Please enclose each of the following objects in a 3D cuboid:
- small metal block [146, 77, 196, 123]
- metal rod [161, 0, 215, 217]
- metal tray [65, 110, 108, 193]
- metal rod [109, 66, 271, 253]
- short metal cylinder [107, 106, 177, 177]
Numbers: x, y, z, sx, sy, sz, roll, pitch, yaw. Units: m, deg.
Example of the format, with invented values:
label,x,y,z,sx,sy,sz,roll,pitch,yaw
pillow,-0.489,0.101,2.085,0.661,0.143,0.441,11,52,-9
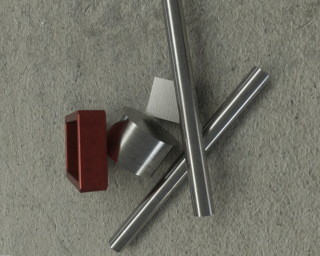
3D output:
label,x,y,z,sx,sy,sz,roll,pitch,yaw
small metal block,0.014,-0.035,0.404,0.050,0.025,0.050,16,95,19
metal rod,0.030,-0.047,0.371,0.025,0.025,0.298,-10,86,19
metal tray,-0.098,0.026,0.395,0.030,0.130,0.089,-1,90,-23
metal rod,0.030,0.048,0.398,0.025,0.025,0.299,42,103,15
short metal cylinder,-0.027,0.017,0.389,0.080,0.080,0.050,39,103,15
